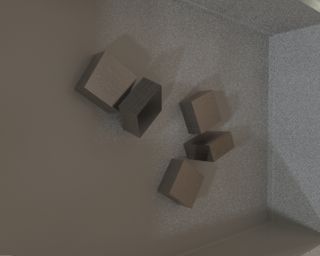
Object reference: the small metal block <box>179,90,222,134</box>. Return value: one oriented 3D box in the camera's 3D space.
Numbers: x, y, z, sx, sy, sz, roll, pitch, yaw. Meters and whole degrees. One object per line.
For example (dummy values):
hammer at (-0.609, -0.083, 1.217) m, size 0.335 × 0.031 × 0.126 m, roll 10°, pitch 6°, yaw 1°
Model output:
small metal block at (0.061, -0.024, 0.460) m, size 0.050 × 0.025 × 0.050 m, roll -31°, pitch 109°, yaw -36°

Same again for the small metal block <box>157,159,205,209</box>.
small metal block at (0.030, 0.078, 0.435) m, size 0.050 × 0.025 × 0.050 m, roll 40°, pitch 66°, yaw -33°

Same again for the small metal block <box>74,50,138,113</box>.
small metal block at (-0.061, -0.052, 0.357) m, size 0.050 × 0.025 × 0.050 m, roll 38°, pitch 67°, yaw -34°

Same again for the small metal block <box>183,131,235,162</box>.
small metal block at (0.072, 0.026, 0.453) m, size 0.050 × 0.050 × 0.025 m, roll -28°, pitch 108°, yaw -37°

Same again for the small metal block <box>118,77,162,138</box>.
small metal block at (-0.022, -0.024, 0.373) m, size 0.050 × 0.025 × 0.050 m, roll -53°, pitch 161°, yaw -26°
